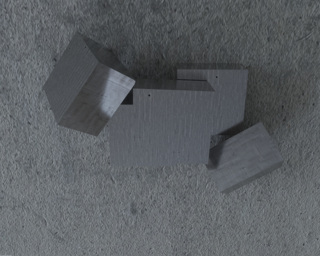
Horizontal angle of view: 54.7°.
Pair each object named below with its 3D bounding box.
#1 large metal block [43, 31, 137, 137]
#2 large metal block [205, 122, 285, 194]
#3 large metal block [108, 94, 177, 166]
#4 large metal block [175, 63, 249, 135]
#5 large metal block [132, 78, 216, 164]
[{"bbox_3d":[-0.084,-0.050,0.355,0.050,0.080,0.080,22,112,-43],"label":"large metal block"},{"bbox_3d":[0.105,0.042,0.392,0.080,0.080,0.050,-29,70,10],"label":"large metal block"},{"bbox_3d":[-0.021,0.002,0.396,0.081,0.050,0.079,0,110,-1],"label":"large metal block"},{"bbox_3d":[0.059,-0.037,0.385,0.081,0.050,0.079,0,110,-1],"label":"large metal block"},{"bbox_3d":[0.012,-0.008,0.339,0.081,0.050,0.079,2,110,-1],"label":"large metal block"}]
